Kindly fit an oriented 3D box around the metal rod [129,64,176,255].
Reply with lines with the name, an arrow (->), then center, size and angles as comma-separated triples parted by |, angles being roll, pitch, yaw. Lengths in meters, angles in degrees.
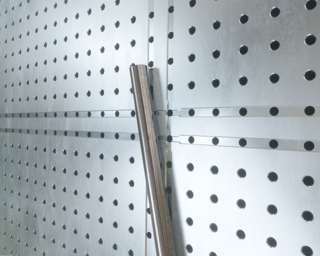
metal rod -> -0.008, 0.061, 0.416 | 0.025, 0.025, 0.299 | -15, 81, 39
